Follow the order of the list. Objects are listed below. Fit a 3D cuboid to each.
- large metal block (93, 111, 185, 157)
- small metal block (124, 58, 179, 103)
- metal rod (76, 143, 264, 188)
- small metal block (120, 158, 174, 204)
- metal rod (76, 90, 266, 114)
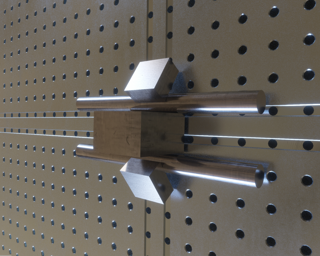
[{"bbox_3d":[-0.026,0.005,0.389,0.080,0.081,0.050,3,92,40],"label":"large metal block"},{"bbox_3d":[-0.010,-0.061,0.398,0.050,0.025,0.050,2,57,39],"label":"small metal block"},{"bbox_3d":[-0.013,0.044,0.415,0.300,0.025,0.025,3,92,39],"label":"metal rod"},{"bbox_3d":[-0.017,0.068,0.403,0.050,0.025,0.050,4,130,39],"label":"small metal block"},{"bbox_3d":[-0.012,-0.033,0.413,0.300,0.025,0.025,3,92,39],"label":"metal rod"}]
